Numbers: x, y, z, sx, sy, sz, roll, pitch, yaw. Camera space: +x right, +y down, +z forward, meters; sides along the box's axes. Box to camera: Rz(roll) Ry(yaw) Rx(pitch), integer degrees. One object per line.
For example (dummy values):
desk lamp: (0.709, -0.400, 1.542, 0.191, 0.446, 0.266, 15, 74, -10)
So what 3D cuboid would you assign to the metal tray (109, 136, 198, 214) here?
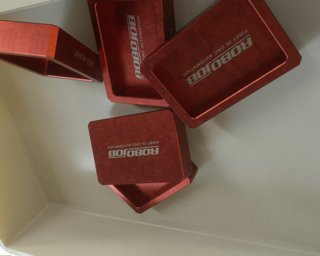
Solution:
metal tray: (-0.020, 0.065, 0.454, 0.090, 0.030, 0.129, 46, 129, -4)

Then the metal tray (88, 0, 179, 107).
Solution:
metal tray: (-0.027, -0.092, 0.361, 0.090, 0.030, 0.129, 7, 122, 24)

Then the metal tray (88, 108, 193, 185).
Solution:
metal tray: (-0.028, 0.026, 0.409, 0.130, 0.030, 0.089, -8, 94, 27)

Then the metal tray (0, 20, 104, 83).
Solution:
metal tray: (-0.127, -0.082, 0.349, 0.090, 0.130, 0.030, 8, 89, 11)

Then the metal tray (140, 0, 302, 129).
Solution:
metal tray: (0.057, -0.068, 0.309, 0.130, 0.030, 0.090, -33, 108, 26)
